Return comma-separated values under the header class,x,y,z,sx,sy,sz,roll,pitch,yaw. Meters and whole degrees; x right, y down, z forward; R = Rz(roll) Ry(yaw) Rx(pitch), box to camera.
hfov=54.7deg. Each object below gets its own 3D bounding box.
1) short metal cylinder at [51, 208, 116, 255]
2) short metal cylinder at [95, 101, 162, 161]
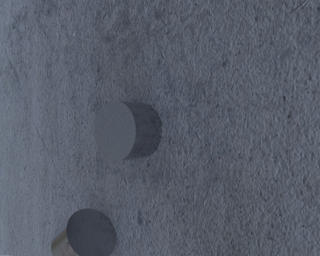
class,x,y,z,sx,sy,sz,roll,pitch,yaw
short metal cylinder,-0.113,0.169,0.463,0.050,0.081,0.080,-46,63,30
short metal cylinder,-0.044,0.004,0.425,0.080,0.050,0.080,0,90,40
